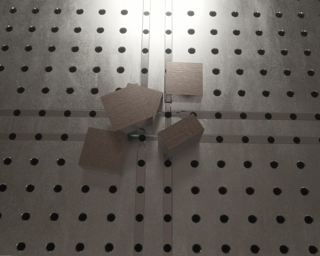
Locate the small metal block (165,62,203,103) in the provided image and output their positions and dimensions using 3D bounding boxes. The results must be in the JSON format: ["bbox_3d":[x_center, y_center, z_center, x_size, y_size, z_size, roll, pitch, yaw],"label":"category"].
[{"bbox_3d":[0.033,-0.064,0.436,0.050,0.025,0.050,2,70,0],"label":"small metal block"}]

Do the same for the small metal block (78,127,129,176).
[{"bbox_3d":[-0.072,0.030,0.400,0.050,0.025,0.050,10,70,3],"label":"small metal block"}]

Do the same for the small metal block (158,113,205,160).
[{"bbox_3d":[0.025,0.012,0.394,0.050,0.050,0.025,-29,73,-10],"label":"small metal block"}]

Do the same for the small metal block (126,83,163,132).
[{"bbox_3d":[-0.027,-0.028,0.422,0.050,0.025,0.050,16,71,5],"label":"small metal block"}]

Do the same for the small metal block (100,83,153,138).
[{"bbox_3d":[-0.042,-0.022,0.393,0.050,0.025,0.050,-22,72,-8],"label":"small metal block"}]
